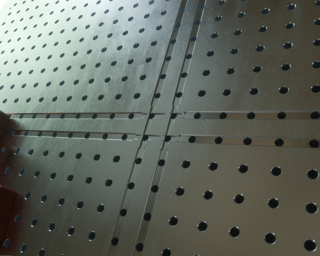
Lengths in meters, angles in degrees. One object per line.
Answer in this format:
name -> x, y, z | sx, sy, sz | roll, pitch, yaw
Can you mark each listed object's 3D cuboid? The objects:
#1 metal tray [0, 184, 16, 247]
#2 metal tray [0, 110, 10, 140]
metal tray -> -0.289, 0.139, 0.473 | 0.130, 0.030, 0.090 | -11, 57, 22
metal tray -> -0.339, 0.030, 0.567 | 0.090, 0.030, 0.130 | -4, 60, 26
